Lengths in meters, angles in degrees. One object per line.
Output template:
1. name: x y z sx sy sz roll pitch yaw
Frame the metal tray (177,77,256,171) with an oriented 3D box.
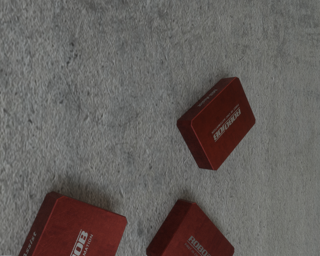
1. metal tray: 0.091 -0.009 0.478 0.131 0.030 0.090 -43 116 -31

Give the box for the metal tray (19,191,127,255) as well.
1. metal tray: -0.097 0.142 0.320 0.090 0.030 0.130 32 70 -35

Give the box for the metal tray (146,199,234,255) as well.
1. metal tray: 0.049 0.176 0.442 0.130 0.030 0.090 52 60 -27
